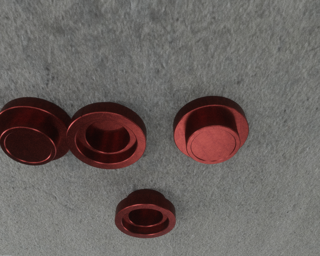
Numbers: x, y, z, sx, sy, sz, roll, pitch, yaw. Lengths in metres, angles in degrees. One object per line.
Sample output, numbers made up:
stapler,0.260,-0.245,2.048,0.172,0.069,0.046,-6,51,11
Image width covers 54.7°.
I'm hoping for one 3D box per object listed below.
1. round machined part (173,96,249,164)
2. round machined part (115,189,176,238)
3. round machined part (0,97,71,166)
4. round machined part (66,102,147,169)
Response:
round machined part,0.067,0.010,0.405,0.099,0.042,0.097,-1,130,0
round machined part,-0.024,0.138,0.514,0.099,0.042,0.097,-1,130,0
round machined part,-0.165,0.011,0.403,0.099,0.042,0.097,-1,130,0
round machined part,-0.066,0.005,0.400,0.099,0.042,0.097,-1,130,0
